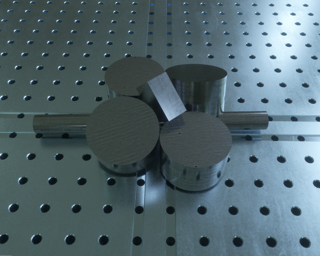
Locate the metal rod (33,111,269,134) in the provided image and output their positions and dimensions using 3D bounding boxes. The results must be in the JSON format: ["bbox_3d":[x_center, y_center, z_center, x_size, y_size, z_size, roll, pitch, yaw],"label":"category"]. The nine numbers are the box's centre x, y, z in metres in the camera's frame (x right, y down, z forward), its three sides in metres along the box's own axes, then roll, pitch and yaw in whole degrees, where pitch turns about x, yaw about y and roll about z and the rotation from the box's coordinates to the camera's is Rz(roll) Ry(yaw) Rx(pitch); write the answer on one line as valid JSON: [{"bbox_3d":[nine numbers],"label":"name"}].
[{"bbox_3d":[-0.011,-0.008,0.409,0.302,0.025,0.025,-1,50,-1],"label":"metal rod"}]

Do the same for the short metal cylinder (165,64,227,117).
[{"bbox_3d":[0.047,-0.050,0.412,0.081,0.050,0.080,0,27,0],"label":"short metal cylinder"}]

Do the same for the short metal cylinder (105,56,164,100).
[{"bbox_3d":[-0.033,-0.055,0.432,0.081,0.050,0.080,0,50,0],"label":"short metal cylinder"}]

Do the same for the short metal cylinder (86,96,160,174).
[{"bbox_3d":[-0.041,0.010,0.362,0.081,0.050,0.080,0,70,-1],"label":"short metal cylinder"}]

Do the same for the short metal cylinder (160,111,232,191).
[{"bbox_3d":[0.040,0.026,0.364,0.081,0.050,0.080,0,50,0],"label":"short metal cylinder"}]

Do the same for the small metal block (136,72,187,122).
[{"bbox_3d":[0.000,-0.035,0.370,0.025,0.050,0.050,-32,99,-17],"label":"small metal block"}]
